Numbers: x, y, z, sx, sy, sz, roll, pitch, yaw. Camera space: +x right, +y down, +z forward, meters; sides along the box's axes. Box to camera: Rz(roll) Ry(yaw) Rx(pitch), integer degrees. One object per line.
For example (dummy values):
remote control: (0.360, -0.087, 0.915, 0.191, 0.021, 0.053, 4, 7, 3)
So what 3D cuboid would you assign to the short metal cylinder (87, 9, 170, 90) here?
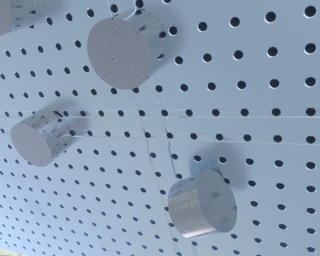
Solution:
short metal cylinder: (-0.035, -0.090, 0.356, 0.080, 0.050, 0.079, 13, 124, 20)

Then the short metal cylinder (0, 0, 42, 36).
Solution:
short metal cylinder: (-0.202, -0.164, 0.398, 0.080, 0.050, 0.079, 13, 124, 20)

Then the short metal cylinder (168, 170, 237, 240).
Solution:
short metal cylinder: (0.056, 0.101, 0.407, 0.050, 0.080, 0.080, -30, 102, 37)

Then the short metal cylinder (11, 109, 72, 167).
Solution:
short metal cylinder: (-0.192, 0.016, 0.503, 0.080, 0.050, 0.079, 13, 124, 20)
